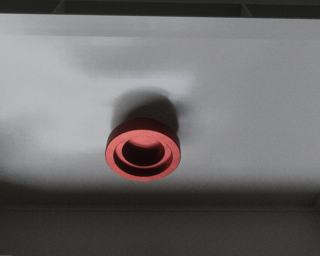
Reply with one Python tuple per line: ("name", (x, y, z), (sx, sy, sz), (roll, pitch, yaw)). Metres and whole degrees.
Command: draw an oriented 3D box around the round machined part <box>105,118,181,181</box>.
("round machined part", (-0.022, 0.025, 0.419), (0.099, 0.042, 0.097), (-1, 130, 0))
